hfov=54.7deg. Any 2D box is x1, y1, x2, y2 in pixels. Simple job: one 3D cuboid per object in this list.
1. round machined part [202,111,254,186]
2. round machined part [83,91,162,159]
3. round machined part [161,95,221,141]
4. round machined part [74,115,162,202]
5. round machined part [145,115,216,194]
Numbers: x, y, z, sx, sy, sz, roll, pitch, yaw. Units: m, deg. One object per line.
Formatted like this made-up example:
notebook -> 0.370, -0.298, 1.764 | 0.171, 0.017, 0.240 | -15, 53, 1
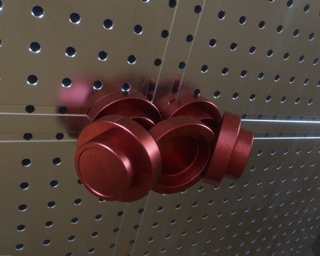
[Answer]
round machined part -> 0.090, 0.030, 0.404 | 0.042, 0.098, 0.097 | 18, 115, 8
round machined part -> -0.041, 0.007, 0.383 | 0.099, 0.042, 0.097 | -14, 125, -21
round machined part -> 0.045, 0.007, 0.430 | 0.099, 0.042, 0.097 | -14, 125, -21
round machined part -> -0.051, 0.038, 0.331 | 0.042, 0.098, 0.097 | -39, 144, -55
round machined part -> 0.016, 0.028, 0.372 | 0.099, 0.042, 0.097 | -14, 125, -21
